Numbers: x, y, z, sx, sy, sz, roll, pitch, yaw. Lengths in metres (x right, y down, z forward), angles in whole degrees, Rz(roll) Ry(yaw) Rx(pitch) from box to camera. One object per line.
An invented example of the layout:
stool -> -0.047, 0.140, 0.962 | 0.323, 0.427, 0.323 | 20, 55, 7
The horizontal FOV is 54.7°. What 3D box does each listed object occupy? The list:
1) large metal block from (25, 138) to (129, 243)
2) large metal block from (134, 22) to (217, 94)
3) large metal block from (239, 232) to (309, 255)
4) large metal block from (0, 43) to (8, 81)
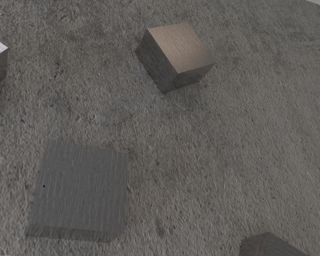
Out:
large metal block -> -0.079, 0.064, 0.306 | 0.081, 0.050, 0.080 | 13, 56, -21
large metal block -> 0.023, -0.106, 0.464 | 0.081, 0.050, 0.080 | -23, 74, -36
large metal block -> 0.133, 0.178, 0.350 | 0.080, 0.050, 0.080 | 33, 51, -7
large metal block -> -0.218, -0.069, 0.312 | 0.080, 0.050, 0.080 | 36, 51, -5
